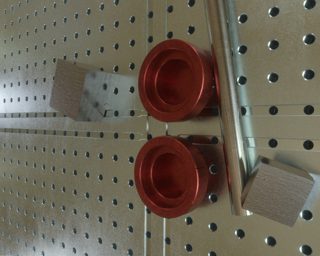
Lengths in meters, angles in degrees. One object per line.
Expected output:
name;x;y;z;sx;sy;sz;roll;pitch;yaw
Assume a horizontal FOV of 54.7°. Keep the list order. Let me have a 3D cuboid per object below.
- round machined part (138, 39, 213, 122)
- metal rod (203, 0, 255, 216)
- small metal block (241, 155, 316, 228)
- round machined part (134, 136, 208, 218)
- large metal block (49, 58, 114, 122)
round machined part;0.023;-0.056;0.379;0.098;0.042;0.097;0;91;40
metal rod;0.073;-0.056;0.348;0.025;0.025;0.298;-11;83;39
small metal block;0.113;0.061;0.302;0.050;0.025;0.050;20;105;7
round machined part;0.018;0.058;0.384;0.098;0.042;0.097;0;90;40
large metal block;-0.128;-0.061;0.499;0.080;0.050;0.079;24;105;37
